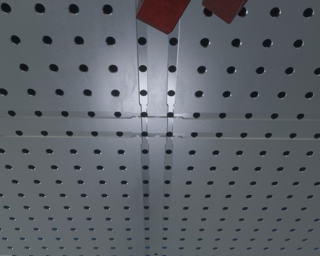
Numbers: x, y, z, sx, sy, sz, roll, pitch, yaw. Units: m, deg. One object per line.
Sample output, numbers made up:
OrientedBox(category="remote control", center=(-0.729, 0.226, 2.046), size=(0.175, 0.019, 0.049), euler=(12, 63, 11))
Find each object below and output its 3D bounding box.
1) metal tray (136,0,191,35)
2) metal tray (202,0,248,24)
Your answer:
OrientedBox(category="metal tray", center=(0.025, -0.150, 0.241), size=(0.030, 0.090, 0.129), euler=(23, 126, -18))
OrientedBox(category="metal tray", center=(0.075, -0.137, 0.209), size=(0.030, 0.130, 0.090), euler=(37, 87, 2))
